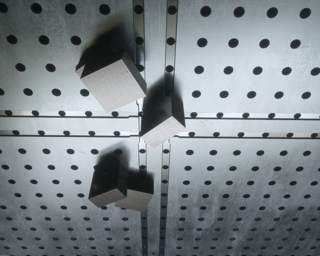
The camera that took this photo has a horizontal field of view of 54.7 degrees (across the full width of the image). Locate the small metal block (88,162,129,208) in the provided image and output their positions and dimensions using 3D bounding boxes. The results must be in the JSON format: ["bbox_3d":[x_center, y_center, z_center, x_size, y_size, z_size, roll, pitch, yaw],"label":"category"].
[{"bbox_3d":[-0.076,0.086,0.467,0.050,0.050,0.025,-23,127,18],"label":"small metal block"}]

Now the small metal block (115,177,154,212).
[{"bbox_3d":[-0.042,0.108,0.503,0.050,0.025,0.050,15,129,-13],"label":"small metal block"}]

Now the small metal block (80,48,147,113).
[{"bbox_3d":[-0.049,-0.050,0.335,0.050,0.025,0.050,-22,127,17],"label":"small metal block"}]

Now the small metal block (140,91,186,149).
[{"bbox_3d":[0.003,-0.010,0.387,0.050,0.050,0.025,-34,123,25],"label":"small metal block"}]

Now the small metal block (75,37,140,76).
[{"bbox_3d":[-0.059,-0.066,0.355,0.050,0.025,0.050,-29,125,22],"label":"small metal block"}]
